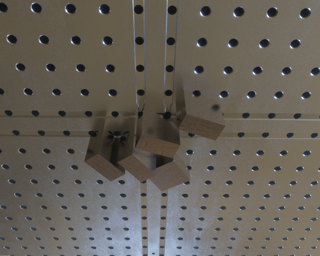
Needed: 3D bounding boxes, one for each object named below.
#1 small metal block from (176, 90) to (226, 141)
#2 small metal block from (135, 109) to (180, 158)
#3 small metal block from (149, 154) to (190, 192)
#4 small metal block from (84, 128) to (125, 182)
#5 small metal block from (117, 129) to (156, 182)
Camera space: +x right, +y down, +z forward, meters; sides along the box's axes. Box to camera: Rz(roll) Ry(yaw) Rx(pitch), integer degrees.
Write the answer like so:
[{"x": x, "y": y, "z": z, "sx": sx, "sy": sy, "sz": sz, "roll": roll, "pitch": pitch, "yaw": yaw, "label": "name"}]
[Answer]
[{"x": 0.049, "y": -0.016, "z": 0.382, "sx": 0.050, "sy": 0.050, "sz": 0.025, "roll": 16, "pitch": 128, "yaw": -14, "label": "small metal block"}, {"x": -0.003, "y": 0.007, "z": 0.401, "sx": 0.050, "sy": 0.050, "sz": 0.025, "roll": 16, "pitch": 128, "yaw": -14, "label": "small metal block"}, {"x": 0.011, "y": 0.064, "z": 0.467, "sx": 0.050, "sy": 0.025, "sz": 0.050, "roll": -26, "pitch": 126, "yaw": 20, "label": "small metal block"}, {"x": -0.072, "y": 0.037, "z": 0.426, "sx": 0.025, "sy": 0.050, "sz": 0.050, "roll": -30, "pitch": 124, "yaw": 22, "label": "small metal block"}, {"x": -0.030, "y": 0.038, "z": 0.427, "sx": 0.025, "sy": 0.050, "sz": 0.050, "roll": -29, "pitch": 125, "yaw": 22, "label": "small metal block"}]
